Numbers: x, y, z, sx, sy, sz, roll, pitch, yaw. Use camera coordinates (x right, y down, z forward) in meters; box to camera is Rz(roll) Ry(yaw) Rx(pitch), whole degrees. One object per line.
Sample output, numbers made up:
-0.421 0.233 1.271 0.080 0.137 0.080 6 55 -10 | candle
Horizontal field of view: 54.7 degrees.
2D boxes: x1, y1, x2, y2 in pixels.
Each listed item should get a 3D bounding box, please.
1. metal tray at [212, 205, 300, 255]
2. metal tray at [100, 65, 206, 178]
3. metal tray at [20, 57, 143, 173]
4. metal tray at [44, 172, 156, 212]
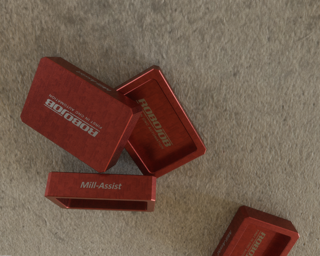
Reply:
0.140 0.191 0.479 0.091 0.030 0.129 20 109 -8 | metal tray
-0.009 -0.004 0.405 0.090 0.030 0.130 -29 108 9 | metal tray
-0.097 -0.017 0.375 0.130 0.030 0.089 31 109 10 | metal tray
-0.072 0.086 0.408 0.131 0.090 0.030 3 66 -2 | metal tray
